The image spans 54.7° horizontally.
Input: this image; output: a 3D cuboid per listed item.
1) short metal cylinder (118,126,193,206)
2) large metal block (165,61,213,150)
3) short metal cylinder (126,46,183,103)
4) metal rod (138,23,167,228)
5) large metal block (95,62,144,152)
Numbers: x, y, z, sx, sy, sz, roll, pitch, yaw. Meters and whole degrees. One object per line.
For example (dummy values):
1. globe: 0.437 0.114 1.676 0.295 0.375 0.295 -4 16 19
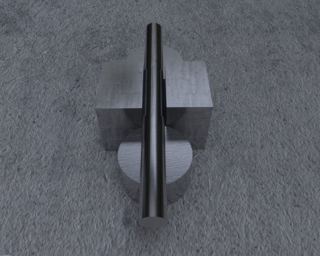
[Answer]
1. short metal cylinder: -0.005 0.043 0.353 0.081 0.050 0.080 0 49 0
2. large metal block: 0.032 -0.028 0.392 0.050 0.080 0.080 -1 50 -1
3. short metal cylinder: -0.008 -0.077 0.453 0.081 0.050 0.080 0 49 0
4. metal rod: -0.008 -0.032 0.366 0.025 0.025 0.300 0 50 0
5. large metal block: -0.045 -0.026 0.390 0.050 0.080 0.080 -1 50 -1
